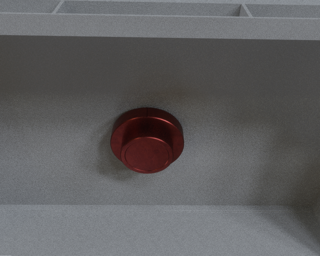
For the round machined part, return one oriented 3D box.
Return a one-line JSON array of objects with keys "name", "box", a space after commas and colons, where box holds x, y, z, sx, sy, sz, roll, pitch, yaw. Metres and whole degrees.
[{"name": "round machined part", "box": [-0.017, 0.023, 0.413, 0.099, 0.042, 0.097, -1, 130, 0]}]
